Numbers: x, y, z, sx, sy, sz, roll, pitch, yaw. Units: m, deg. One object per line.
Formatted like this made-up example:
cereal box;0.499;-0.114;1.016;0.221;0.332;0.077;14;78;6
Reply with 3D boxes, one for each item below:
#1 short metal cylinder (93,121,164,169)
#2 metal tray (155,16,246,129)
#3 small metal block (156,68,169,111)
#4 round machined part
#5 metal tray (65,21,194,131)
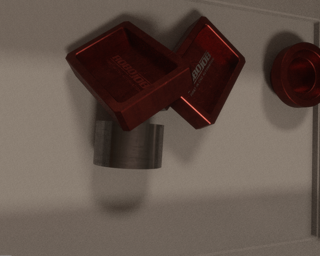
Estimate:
short metal cylinder;-0.037;0.019;0.369;0.081;0.080;0.050;4;89;-20
metal tray;0.054;-0.074;0.407;0.090;0.030;0.130;41;59;-16
small metal block;0.000;-0.058;0.412;0.050;0.025;0.050;39;77;-16
round machined part;0.213;-0.080;0.482;0.099;0.042;0.097;0;90;-21
metal tray;-0.037;-0.064;0.344;0.090;0.130;0.030;-35;141;-13
